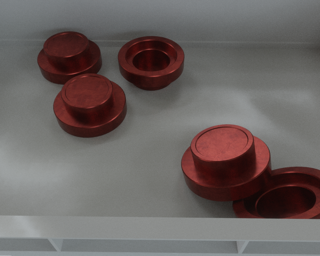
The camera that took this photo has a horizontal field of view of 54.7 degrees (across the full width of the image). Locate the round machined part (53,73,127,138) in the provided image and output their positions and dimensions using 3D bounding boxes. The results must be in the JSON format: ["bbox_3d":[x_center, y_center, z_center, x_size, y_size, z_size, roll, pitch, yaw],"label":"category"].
[{"bbox_3d":[-0.097,-0.038,0.425,0.099,0.042,0.098,0,50,0],"label":"round machined part"}]

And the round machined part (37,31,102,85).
[{"bbox_3d":[-0.144,-0.117,0.491,0.099,0.042,0.098,0,50,0],"label":"round machined part"}]

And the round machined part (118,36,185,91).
[{"bbox_3d":[-0.013,-0.095,0.474,0.099,0.042,0.098,0,50,0],"label":"round machined part"}]

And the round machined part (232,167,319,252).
[{"bbox_3d":[0.126,0.082,0.305,0.098,0.042,0.098,-22,15,6],"label":"round machined part"}]

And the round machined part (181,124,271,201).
[{"bbox_3d":[0.071,0.031,0.346,0.098,0.042,0.098,-12,31,8],"label":"round machined part"}]
